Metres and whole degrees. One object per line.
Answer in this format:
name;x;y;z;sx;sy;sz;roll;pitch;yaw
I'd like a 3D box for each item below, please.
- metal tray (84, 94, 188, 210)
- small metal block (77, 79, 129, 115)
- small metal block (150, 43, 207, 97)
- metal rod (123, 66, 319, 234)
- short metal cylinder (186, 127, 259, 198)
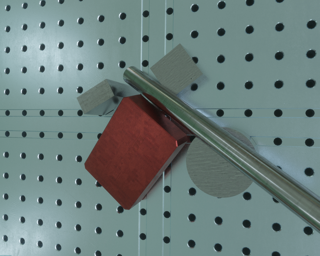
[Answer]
metal tray;-0.036;0.033;0.404;0.090;0.030;0.129;42;118;14
small metal block;-0.076;-0.041;0.425;0.050;0.050;0.025;-29;81;17
small metal block;0.024;-0.072;0.404;0.050;0.025;0.050;-37;78;15
metal rod;0.052;0.004;0.337;0.300;0.025;0.025;40;103;36
short metal cylinder;0.077;0.038;0.372;0.080;0.050;0.079;0;90;19
